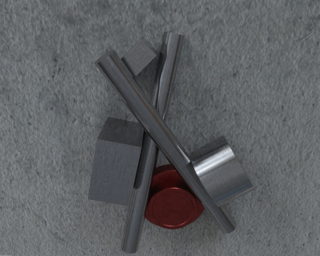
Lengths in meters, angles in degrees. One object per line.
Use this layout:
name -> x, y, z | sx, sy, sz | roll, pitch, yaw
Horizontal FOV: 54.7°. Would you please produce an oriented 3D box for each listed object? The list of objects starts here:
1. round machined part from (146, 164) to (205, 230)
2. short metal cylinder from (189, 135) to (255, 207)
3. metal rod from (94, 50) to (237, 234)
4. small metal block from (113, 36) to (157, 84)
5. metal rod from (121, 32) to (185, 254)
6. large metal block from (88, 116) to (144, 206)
round machined part -> 0.017, 0.104, 0.441 | 0.099, 0.042, 0.097 | 0, 110, -1
short metal cylinder -> 0.081, 0.056, 0.404 | 0.050, 0.080, 0.080 | -30, 108, 10
metal rod -> 0.021, 0.035, 0.388 | 0.025, 0.025, 0.299 | -31, 116, 10
small metal block -> -0.030, -0.080, 0.367 | 0.050, 0.050, 0.025 | -43, 105, 14
metal rod -> -0.013, 0.029, 0.405 | 0.025, 0.025, 0.298 | 11, 104, -5
large metal block -> -0.054, 0.039, 0.396 | 0.050, 0.080, 0.079 | 11, 110, -5
